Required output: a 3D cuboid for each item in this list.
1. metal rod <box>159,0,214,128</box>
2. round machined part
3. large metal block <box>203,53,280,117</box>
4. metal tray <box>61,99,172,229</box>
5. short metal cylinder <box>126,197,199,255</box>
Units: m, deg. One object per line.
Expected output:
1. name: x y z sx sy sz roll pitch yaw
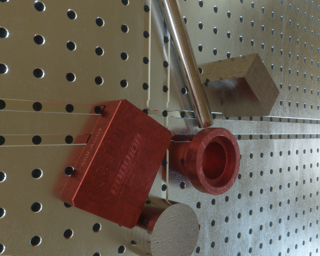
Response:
1. metal rod: 0.023 -0.140 0.430 0.025 0.025 0.298 -31 110 -36
2. round machined part: 0.073 0.048 0.462 0.099 0.042 0.097 -1 91 -40
3. large metal block: 0.124 -0.063 0.480 0.080 0.080 0.050 48 61 -30
4. metal tray: -0.046 0.042 0.369 0.090 0.030 0.130 36 68 -35
5. short metal cylinder: 0.004 0.132 0.399 0.081 0.050 0.079 0 90 -40
